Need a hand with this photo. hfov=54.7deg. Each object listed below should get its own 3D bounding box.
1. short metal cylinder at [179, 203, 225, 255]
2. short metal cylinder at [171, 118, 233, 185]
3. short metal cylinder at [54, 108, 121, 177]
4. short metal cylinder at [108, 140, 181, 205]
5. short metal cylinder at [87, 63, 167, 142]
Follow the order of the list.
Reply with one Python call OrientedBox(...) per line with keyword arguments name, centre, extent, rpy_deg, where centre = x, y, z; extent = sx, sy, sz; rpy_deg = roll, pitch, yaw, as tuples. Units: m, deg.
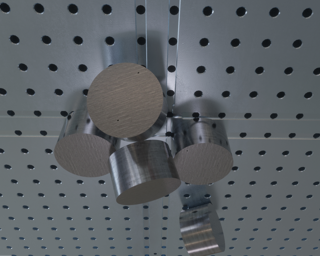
OrientedBox(name="short metal cylinder", centre=(0.072, 0.173, 0.523), extent=(0.050, 0.080, 0.080), rpy_deg=(-20, 127, 16))
OrientedBox(name="short metal cylinder", centre=(0.055, 0.033, 0.423), extent=(0.081, 0.050, 0.079), rpy_deg=(0, 130, 0))
OrientedBox(name="short metal cylinder", centre=(-0.093, 0.020, 0.412), extent=(0.081, 0.050, 0.079), rpy_deg=(0, 130, 0))
OrientedBox(name="short metal cylinder", centre=(-0.020, 0.056, 0.383), extent=(0.081, 0.050, 0.080), rpy_deg=(-15, 152, -8))
OrientedBox(name="short metal cylinder", centre=(-0.034, -0.026, 0.344), extent=(0.080, 0.080, 0.050), rpy_deg=(-7, 172, 5))
